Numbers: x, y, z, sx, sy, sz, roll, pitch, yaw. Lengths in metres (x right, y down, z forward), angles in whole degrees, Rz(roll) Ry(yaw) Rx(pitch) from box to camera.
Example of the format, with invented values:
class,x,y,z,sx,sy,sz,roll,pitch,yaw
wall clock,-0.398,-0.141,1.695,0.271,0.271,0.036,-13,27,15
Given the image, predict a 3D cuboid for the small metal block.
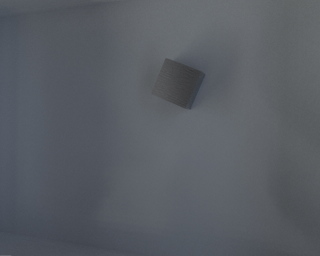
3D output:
class,x,y,z,sx,sy,sz,roll,pitch,yaw
small metal block,0.024,-0.057,0.401,0.050,0.025,0.050,25,98,18
